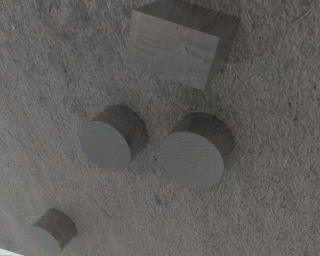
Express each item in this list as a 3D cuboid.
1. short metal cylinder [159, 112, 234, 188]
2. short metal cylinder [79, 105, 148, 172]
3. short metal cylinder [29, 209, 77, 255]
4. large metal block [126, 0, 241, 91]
[{"bbox_3d":[0.046,0.027,0.383,0.080,0.050,0.079,13,124,21],"label":"short metal cylinder"},{"bbox_3d":[-0.064,0.014,0.433,0.080,0.050,0.079,13,124,21],"label":"short metal cylinder"},{"bbox_3d":[-0.221,0.215,0.640,0.080,0.050,0.079,13,124,21],"label":"short metal cylinder"},{"bbox_3d":[0.025,-0.087,0.305,0.080,0.080,0.050,23,127,14],"label":"large metal block"}]
